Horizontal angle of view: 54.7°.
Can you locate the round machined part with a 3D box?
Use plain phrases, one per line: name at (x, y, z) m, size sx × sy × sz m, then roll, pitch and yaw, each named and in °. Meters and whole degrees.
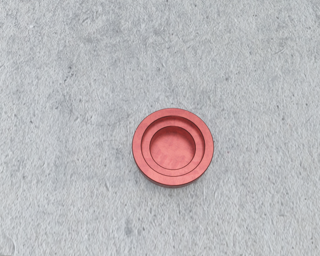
round machined part at (0.015, 0.027, 0.390) m, size 0.099 × 0.042 × 0.098 m, roll 0°, pitch 70°, yaw -1°
